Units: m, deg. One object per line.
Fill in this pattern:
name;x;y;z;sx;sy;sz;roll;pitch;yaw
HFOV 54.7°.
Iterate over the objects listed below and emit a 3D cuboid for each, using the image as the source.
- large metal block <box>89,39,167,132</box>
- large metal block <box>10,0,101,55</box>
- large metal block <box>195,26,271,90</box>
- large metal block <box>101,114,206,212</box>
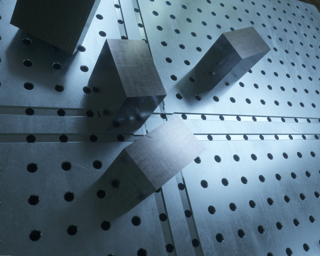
large metal block;-0.043;-0.051;0.382;0.050;0.080;0.080;-7;66;-32
large metal block;-0.127;-0.152;0.389;0.080;0.080;0.050;26;25;-13
large metal block;0.119;-0.115;0.510;0.081;0.080;0.050;-24;75;-37
large metal block;-0.009;0.040;0.345;0.081;0.080;0.050;-33;81;-38
